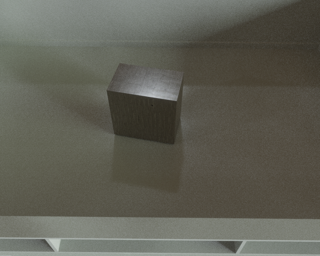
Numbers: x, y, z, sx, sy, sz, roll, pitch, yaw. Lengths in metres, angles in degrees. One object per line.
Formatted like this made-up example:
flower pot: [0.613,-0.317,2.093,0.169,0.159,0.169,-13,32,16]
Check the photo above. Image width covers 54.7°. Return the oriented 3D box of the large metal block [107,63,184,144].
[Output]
large metal block: [-0.016,-0.029,0.391,0.080,0.080,0.050,9,51,7]
